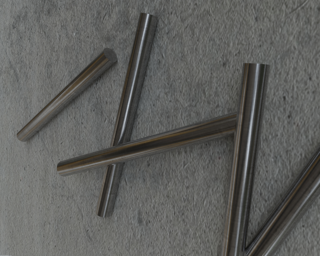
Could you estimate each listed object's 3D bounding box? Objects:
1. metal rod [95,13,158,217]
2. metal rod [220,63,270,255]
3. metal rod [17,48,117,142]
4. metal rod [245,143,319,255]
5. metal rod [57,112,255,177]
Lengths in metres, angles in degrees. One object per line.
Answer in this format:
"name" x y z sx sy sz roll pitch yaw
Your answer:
"metal rod" -0.051 -0.010 0.447 0.025 0.025 0.298 23 105 37
"metal rod" 0.080 0.086 0.320 0.025 0.025 0.298 13 104 39
"metal rod" -0.179 -0.047 0.552 0.299 0.025 0.025 -31 71 35
"metal rod" 0.161 0.007 0.271 0.025 0.025 0.298 39 114 33
"metal rod" -0.026 0.027 0.403 0.300 0.025 0.025 -16 80 31
